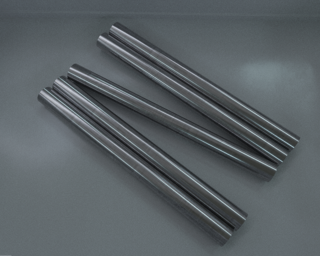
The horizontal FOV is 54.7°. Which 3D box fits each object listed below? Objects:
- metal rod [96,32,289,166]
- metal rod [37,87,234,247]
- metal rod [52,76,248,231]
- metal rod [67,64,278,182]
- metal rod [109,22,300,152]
[{"bbox_3d":[0.036,-0.045,0.425,0.300,0.025,0.025,35,74,12],"label":"metal rod"},{"bbox_3d":[-0.039,0.041,0.393,0.300,0.025,0.025,36,74,12],"label":"metal rod"},{"bbox_3d":[-0.021,0.025,0.399,0.300,0.025,0.025,36,74,12],"label":"metal rod"},{"bbox_3d":[0.009,-0.011,0.412,0.301,0.025,0.025,27,72,9],"label":"metal rod"},{"bbox_3d":[0.053,-0.062,0.431,0.300,0.025,0.025,35,74,12],"label":"metal rod"}]
